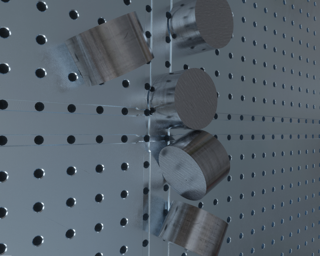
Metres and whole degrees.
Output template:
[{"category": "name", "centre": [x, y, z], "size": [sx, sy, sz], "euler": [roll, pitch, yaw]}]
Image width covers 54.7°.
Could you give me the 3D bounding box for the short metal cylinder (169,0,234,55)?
[{"category": "short metal cylinder", "centre": [0.060, -0.149, 0.442], "size": [0.081, 0.050, 0.079], "euler": [0, 90, -40]}]

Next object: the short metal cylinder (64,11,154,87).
[{"category": "short metal cylinder", "centre": [-0.053, -0.084, 0.329], "size": [0.080, 0.080, 0.050], "euler": [-36, 113, -34]}]

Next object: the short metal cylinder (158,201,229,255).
[{"category": "short metal cylinder", "centre": [0.044, 0.137, 0.410], "size": [0.080, 0.080, 0.050], "euler": [39, 66, -33]}]

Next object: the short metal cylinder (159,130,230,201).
[{"category": "short metal cylinder", "centre": [0.045, 0.048, 0.410], "size": [0.050, 0.080, 0.080], "euler": [-31, 110, -36]}]

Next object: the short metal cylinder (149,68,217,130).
[{"category": "short metal cylinder", "centre": [0.032, -0.038, 0.419], "size": [0.081, 0.050, 0.079], "euler": [0, 90, -40]}]
